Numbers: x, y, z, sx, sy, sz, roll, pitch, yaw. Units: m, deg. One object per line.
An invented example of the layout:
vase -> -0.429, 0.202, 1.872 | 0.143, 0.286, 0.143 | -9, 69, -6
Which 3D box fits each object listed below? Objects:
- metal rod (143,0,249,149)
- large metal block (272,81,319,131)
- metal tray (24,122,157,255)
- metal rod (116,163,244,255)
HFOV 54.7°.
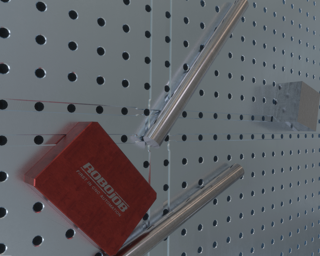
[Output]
metal rod -> 0.064, -0.095, 0.461 | 0.025, 0.025, 0.300 | 48, 61, -30
large metal block -> 0.276, -0.041, 0.624 | 0.080, 0.050, 0.080 | 18, 79, -39
metal tray -> -0.070, 0.067, 0.347 | 0.090, 0.030, 0.130 | -50, 120, -28
metal rod -> 0.022, 0.124, 0.427 | 0.302, 0.025, 0.025 | -26, 107, -37
